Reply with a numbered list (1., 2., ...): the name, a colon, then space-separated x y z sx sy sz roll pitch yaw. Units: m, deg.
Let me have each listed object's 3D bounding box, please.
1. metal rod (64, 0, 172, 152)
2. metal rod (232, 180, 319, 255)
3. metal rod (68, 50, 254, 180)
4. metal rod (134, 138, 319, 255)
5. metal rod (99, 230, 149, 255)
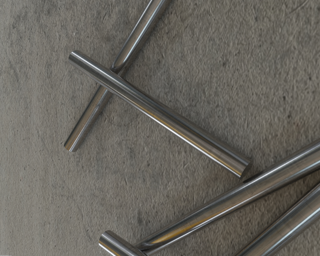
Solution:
1. metal rod: -0.071 -0.073 0.463 0.298 0.025 0.025 -52 60 27
2. metal rod: 0.119 0.104 0.306 0.025 0.025 0.298 51 120 28
3. metal rod: -0.018 -0.031 0.398 0.300 0.025 0.025 34 112 27
4. metal rod: 0.059 0.097 0.356 0.299 0.025 0.025 -40 66 32
5. metal rod: 0.037 0.190 0.340 0.300 0.025 0.025 18 101 38
